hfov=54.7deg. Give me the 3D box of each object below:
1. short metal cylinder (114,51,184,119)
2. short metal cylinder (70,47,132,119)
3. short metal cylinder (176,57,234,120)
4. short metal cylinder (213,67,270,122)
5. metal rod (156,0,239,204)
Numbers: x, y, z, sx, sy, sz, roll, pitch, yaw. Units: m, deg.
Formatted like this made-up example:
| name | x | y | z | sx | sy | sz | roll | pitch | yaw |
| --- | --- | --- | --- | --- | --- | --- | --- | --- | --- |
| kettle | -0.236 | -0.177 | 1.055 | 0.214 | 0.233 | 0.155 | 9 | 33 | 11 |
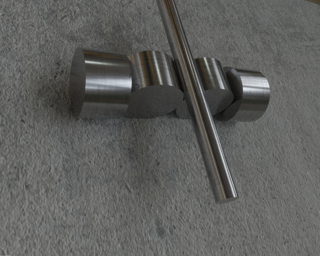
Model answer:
| name | x | y | z | sx | sy | sz | roll | pitch | yaw |
| --- | --- | --- | --- | --- | --- | --- | --- | --- | --- |
| short metal cylinder | -0.015 | -0.052 | 0.394 | 0.081 | 0.080 | 0.050 | 1 | 62 | -28 |
| short metal cylinder | -0.072 | -0.051 | 0.362 | 0.050 | 0.080 | 0.080 | 1 | 62 | -28 |
| short metal cylinder | 0.056 | -0.053 | 0.431 | 0.081 | 0.080 | 0.050 | 1 | 62 | -28 |
| short metal cylinder | 0.115 | -0.049 | 0.461 | 0.050 | 0.080 | 0.080 | 1 | 62 | -28 |
| metal rod | 0.038 | -0.057 | 0.381 | 0.025 | 0.025 | 0.299 | 1 | 61 | -28 |
